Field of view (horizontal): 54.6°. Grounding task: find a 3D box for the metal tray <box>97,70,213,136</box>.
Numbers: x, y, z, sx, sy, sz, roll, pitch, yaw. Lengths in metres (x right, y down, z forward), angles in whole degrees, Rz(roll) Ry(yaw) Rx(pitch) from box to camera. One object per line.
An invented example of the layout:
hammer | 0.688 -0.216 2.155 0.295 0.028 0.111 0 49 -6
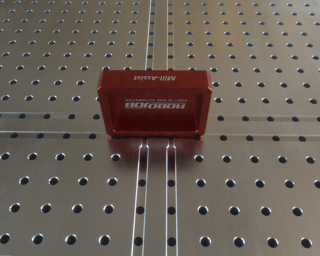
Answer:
metal tray | -0.006 -0.029 0.389 0.131 0.090 0.030 0 50 0
